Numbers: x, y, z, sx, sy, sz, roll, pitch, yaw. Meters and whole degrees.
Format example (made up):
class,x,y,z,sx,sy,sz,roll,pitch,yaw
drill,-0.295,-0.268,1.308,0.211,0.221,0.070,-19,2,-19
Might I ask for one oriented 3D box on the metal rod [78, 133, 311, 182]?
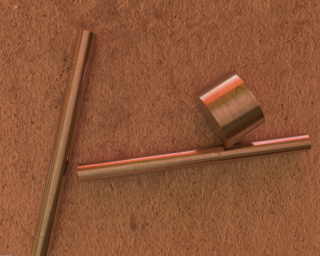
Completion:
class,x,y,z,sx,sy,sz,roll,pitch,yaw
metal rod,0.045,0.039,0.410,0.302,0.025,0.025,-8,90,0

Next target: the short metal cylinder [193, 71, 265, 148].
class,x,y,z,sx,sy,sz,roll,pitch,yaw
short metal cylinder,0.083,-0.023,0.383,0.050,0.080,0.080,-33,90,0

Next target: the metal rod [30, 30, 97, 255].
class,x,y,z,sx,sy,sz,roll,pitch,yaw
metal rod,-0.127,0.021,0.408,0.025,0.025,0.298,12,90,0
